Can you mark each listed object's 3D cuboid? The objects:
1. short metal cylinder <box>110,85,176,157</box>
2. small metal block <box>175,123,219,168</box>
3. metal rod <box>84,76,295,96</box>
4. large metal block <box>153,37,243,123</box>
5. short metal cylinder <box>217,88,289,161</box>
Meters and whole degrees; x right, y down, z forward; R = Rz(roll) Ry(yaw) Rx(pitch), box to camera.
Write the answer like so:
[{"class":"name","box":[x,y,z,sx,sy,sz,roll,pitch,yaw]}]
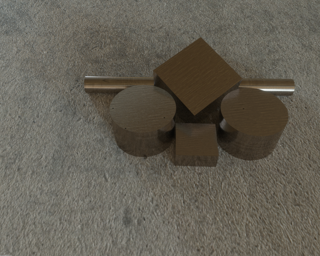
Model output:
[{"class":"short metal cylinder","box":[-0.021,-0.010,0.395,0.081,0.050,0.080,0,50,0]},{"class":"small metal block","box":[0.044,0.021,0.388,0.050,0.025,0.050,2,50,1]},{"class":"metal rod","box":[0.042,-0.062,0.456,0.302,0.025,0.025,1,50,0]},{"class":"large metal block","box":[0.048,-0.060,0.416,0.080,0.050,0.080,-37,75,-12]},{"class":"short metal cylinder","box":[0.114,-0.005,0.393,0.081,0.050,0.080,0,50,0]}]
